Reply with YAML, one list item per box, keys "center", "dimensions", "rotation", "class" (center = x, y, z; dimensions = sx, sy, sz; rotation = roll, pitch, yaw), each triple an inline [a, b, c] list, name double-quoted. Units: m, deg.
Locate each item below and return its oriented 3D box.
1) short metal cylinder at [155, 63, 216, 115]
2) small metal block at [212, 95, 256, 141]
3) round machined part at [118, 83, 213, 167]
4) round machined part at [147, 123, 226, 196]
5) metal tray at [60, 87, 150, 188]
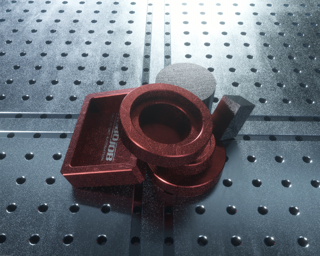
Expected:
- center: [0.034, -0.046, 0.430]
  dimensions: [0.081, 0.050, 0.080]
  rotation: [0, 50, 0]
  class: "short metal cylinder"
- center: [0.089, -0.014, 0.391]
  dimensions: [0.025, 0.050, 0.050]
  rotation: [39, 25, 27]
  class: "small metal block"
- center: [0.004, 0.001, 0.334]
  dimensions: [0.099, 0.042, 0.098]
  rotation: [7, 51, -8]
  class: "round machined part"
- center: [0.030, 0.028, 0.372]
  dimensions: [0.099, 0.042, 0.098]
  rotation: [0, 50, 0]
  class: "round machined part"
- center: [-0.059, 0.007, 0.383]
  dimensions: [0.090, 0.030, 0.130]
  rotation: [-6, 49, 13]
  class: "metal tray"
